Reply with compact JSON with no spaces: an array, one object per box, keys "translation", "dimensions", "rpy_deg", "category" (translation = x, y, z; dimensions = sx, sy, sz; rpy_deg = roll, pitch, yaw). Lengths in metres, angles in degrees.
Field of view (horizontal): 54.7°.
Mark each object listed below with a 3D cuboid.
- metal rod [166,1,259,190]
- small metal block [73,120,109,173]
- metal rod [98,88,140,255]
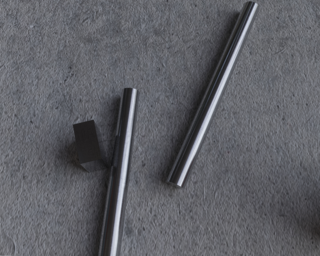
[{"translation":[0.080,-0.057,0.429],"dimensions":[0.025,0.025,0.300],"rpy_deg":[23,71,8],"category":"metal rod"},{"translation":[-0.085,0.024,0.385],"dimensions":[0.025,0.050,0.050],"rpy_deg":[-14,71,-5],"category":"small metal block"},{"translation":[-0.053,0.090,0.374],"dimensions":[0.025,0.025,0.299],"rpy_deg":[5,70,1],"category":"metal rod"}]
